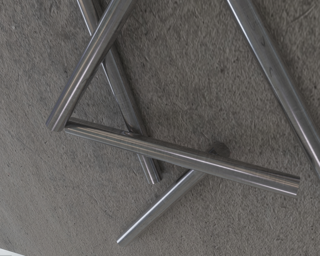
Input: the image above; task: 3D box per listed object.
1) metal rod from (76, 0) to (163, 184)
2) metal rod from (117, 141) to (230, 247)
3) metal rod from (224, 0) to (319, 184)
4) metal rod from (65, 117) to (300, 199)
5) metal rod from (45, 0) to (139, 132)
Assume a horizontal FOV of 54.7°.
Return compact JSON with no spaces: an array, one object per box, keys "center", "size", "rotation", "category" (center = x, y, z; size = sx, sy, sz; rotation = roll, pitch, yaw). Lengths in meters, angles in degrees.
[{"center":[-0.052,-0.055,0.400],"size":[0.025,0.025,0.298],"rotation":[-5,116,30],"category":"metal rod"},{"center":[0.004,0.117,0.476],"size":[0.025,0.025,0.298],"rotation":[39,129,1],"category":"metal rod"},{"center":[0.131,-0.034,0.316],"size":[0.025,0.025,0.299],"rotation":[-23,106,36],"category":"metal rod"},{"center":[0.011,0.030,0.386],"size":[0.301,0.025,0.025],"rotation":[14,124,20],"category":"metal rod"},{"center":[-0.062,-0.104,0.346],"size":[0.025,0.025,0.298],"rotation":[40,120,1],"category":"metal rod"}]
